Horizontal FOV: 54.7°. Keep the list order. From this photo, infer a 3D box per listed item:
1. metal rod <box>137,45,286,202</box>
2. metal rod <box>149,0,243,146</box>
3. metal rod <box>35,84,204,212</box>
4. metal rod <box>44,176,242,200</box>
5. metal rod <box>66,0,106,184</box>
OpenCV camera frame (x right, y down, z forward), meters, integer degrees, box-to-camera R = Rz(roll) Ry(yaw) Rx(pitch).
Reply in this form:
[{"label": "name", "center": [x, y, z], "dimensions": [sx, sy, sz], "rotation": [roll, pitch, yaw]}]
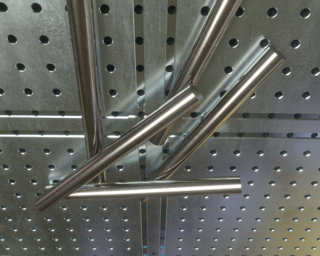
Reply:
[{"label": "metal rod", "center": [0.050, 0.013, 0.423], "dimensions": [0.025, 0.025, 0.298], "rotation": [26, 125, -21]}, {"label": "metal rod", "center": [0.049, -0.091, 0.334], "dimensions": [0.025, 0.025, 0.298], "rotation": [16, 128, -14]}, {"label": "metal rod", "center": [-0.069, 0.039, 0.409], "dimensions": [0.299, 0.025, 0.025], "rotation": [-35, 122, 26]}, {"label": "metal rod", "center": [-0.034, 0.091, 0.461], "dimensions": [0.301, 0.025, 0.025], "rotation": [-5, 131, 15]}, {"label": "metal rod", "center": [-0.086, -0.037, 0.378], "dimensions": [0.025, 0.025, 0.298], "rotation": [2, 130, -3]}]
